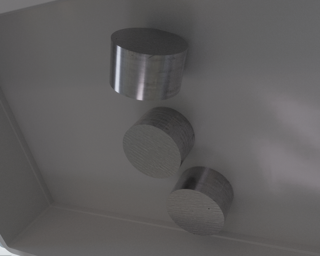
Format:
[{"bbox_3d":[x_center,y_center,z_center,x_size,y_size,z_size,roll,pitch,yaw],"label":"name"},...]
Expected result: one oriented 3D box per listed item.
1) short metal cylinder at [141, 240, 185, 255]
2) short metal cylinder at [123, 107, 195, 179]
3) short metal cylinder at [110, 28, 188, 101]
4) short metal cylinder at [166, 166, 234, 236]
[{"bbox_3d":[0.002,0.247,0.547,0.080,0.050,0.079,13,124,21],"label":"short metal cylinder"},{"bbox_3d":[-0.001,0.019,0.405,0.080,0.050,0.079,13,124,21],"label":"short metal cylinder"},{"bbox_3d":[-0.013,-0.071,0.336,0.080,0.080,0.050,20,126,16],"label":"short metal cylinder"},{"bbox_3d":[0.055,0.100,0.425,0.080,0.050,0.079,13,124,21],"label":"short metal cylinder"}]
